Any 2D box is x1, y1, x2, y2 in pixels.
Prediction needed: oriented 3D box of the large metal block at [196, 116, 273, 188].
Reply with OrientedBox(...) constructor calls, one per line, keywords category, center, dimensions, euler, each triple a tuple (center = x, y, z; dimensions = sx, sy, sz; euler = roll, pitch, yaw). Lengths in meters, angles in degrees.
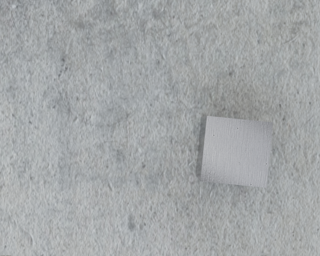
OrientedBox(category="large metal block", center=(0.093, 0.029, 0.399), dimensions=(0.081, 0.050, 0.079), euler=(6, 90, -1))
